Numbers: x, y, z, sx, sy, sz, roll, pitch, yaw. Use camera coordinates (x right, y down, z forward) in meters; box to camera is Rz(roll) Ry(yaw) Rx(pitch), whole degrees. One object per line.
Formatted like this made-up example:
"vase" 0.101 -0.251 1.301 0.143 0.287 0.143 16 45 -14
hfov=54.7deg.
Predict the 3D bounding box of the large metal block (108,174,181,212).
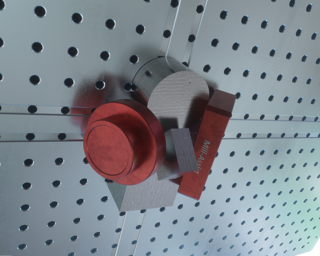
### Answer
"large metal block" -0.017 0.063 0.424 0.081 0.050 0.079 2 118 -30

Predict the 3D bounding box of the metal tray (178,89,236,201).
"metal tray" 0.064 0.021 0.419 0.030 0.090 0.129 20 115 10

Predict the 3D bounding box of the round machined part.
"round machined part" -0.046 0.019 0.345 0.042 0.098 0.097 -26 137 -56

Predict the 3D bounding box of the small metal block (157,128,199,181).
"small metal block" 0.016 0.032 0.368 0.025 0.050 0.050 -2 162 -31

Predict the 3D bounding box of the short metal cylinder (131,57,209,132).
"short metal cylinder" 0.012 -0.040 0.376 0.081 0.050 0.079 -14 124 -21
